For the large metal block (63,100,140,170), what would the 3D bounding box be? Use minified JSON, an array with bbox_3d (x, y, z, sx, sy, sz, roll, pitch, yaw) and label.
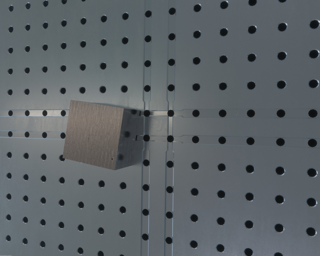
[{"bbox_3d":[-0.080,0.008,0.428,0.080,0.050,0.080,10,93,19],"label":"large metal block"}]
